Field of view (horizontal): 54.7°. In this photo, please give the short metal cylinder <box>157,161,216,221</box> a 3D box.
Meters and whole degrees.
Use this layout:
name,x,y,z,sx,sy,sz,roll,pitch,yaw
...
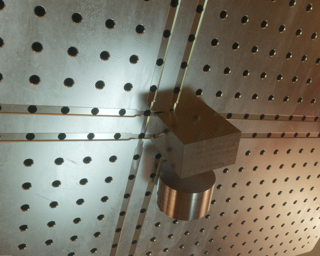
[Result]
name,x,y,z,sx,sy,sz,roll,pitch,yaw
short metal cylinder,0.036,0.087,0.449,0.081,0.080,0.050,-9,123,-24

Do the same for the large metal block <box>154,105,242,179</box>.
name,x,y,z,sx,sy,sz,roll,pitch,yaw
large metal block,0.046,0.014,0.410,0.081,0.080,0.050,-11,123,-22
